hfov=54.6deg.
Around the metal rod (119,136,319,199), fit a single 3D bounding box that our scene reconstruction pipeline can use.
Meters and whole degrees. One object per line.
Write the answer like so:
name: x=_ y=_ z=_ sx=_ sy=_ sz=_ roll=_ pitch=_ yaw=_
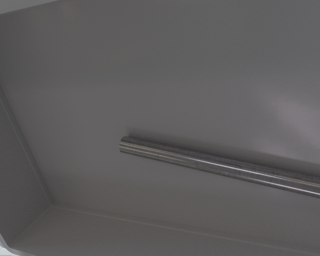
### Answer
metal rod: x=0.084 y=0.050 z=0.395 sx=0.300 sy=0.025 sz=0.025 roll=11 pitch=123 yaw=22
